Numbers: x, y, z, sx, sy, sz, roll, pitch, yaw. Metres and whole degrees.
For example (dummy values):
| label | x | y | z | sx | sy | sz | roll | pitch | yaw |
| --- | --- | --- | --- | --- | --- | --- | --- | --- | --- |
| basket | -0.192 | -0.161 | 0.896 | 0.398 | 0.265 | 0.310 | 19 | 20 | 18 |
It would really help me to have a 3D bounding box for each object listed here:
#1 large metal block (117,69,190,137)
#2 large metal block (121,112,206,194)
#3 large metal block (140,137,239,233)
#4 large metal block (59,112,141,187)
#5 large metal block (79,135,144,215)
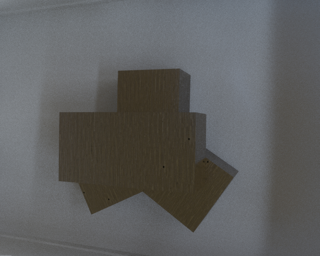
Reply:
| label | x | y | z | sx | sy | sz | roll | pitch | yaw |
| --- | --- | --- | --- | --- | --- | --- | --- | --- | --- |
| large metal block | -0.007 | -0.031 | 0.398 | 0.080 | 0.050 | 0.080 | 2 | 91 | 20 |
| large metal block | 0.005 | 0.024 | 0.339 | 0.080 | 0.050 | 0.080 | 1 | 90 | 20 |
| large metal block | 0.037 | 0.064 | 0.381 | 0.080 | 0.050 | 0.080 | 36 | 101 | 17 |
| large metal block | -0.070 | 0.022 | 0.367 | 0.080 | 0.050 | 0.080 | 1 | 90 | 20 |
| large metal block | -0.063 | 0.059 | 0.418 | 0.080 | 0.050 | 0.080 | -27 | 81 | 18 |
